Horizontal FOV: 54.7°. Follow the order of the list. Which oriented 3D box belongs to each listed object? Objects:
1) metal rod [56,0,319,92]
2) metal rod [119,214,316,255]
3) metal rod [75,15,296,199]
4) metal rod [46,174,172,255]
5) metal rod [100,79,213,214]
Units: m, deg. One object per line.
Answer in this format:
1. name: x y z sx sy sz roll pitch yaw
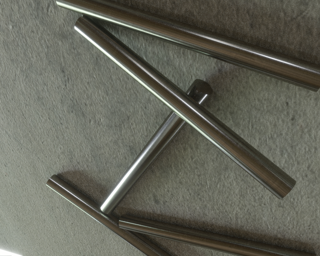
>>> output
1. metal rod: 0.019 -0.101 0.332 0.301 0.025 0.025 22 127 14
2. metal rod: 0.070 0.171 0.474 0.301 0.025 0.025 4 120 26
3. metal rod: 0.018 -0.032 0.345 0.300 0.025 0.025 40 130 12
4. metal rod: -0.075 0.177 0.553 0.301 0.025 0.025 33 129 6
5. metal rod: -0.021 0.046 0.444 0.025 0.025 0.298 39 129 2
